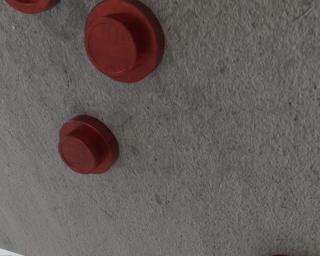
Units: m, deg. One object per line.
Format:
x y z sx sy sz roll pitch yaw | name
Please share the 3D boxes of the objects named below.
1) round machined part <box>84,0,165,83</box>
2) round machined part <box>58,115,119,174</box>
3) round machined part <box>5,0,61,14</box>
-0.048 -0.098 0.361 0.098 0.042 0.097 13 124 21 | round machined part
-0.116 0.032 0.477 0.098 0.042 0.097 13 124 21 | round machined part
-0.148 -0.187 0.359 0.098 0.042 0.097 13 124 21 | round machined part
